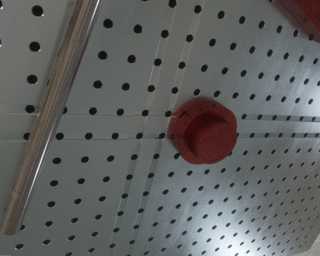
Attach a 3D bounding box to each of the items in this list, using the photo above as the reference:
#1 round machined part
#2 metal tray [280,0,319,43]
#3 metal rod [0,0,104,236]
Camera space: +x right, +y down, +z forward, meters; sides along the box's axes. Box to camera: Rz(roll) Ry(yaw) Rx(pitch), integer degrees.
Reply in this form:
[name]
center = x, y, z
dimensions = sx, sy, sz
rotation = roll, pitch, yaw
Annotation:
[round machined part]
center = 0.072, 0.014, 0.450
dimensions = 0.099, 0.042, 0.097
rotation = -14, 125, -21
[metal tray]
center = 0.228, -0.182, 0.422
dimensions = 0.131, 0.030, 0.090
rotation = 24, 105, -37
[metal rod]
center = -0.126, -0.003, 0.341
dimensions = 0.025, 0.025, 0.298
rotation = 13, 112, -34
